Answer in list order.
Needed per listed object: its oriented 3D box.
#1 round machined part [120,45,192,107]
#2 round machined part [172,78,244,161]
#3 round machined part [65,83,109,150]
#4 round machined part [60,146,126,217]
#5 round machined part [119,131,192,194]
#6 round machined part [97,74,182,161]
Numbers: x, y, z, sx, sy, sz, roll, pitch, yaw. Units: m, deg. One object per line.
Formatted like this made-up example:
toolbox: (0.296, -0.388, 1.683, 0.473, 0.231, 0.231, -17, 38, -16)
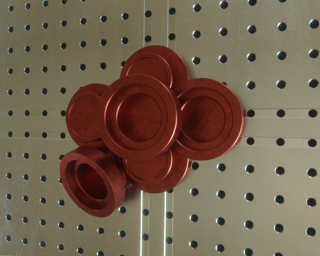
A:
round machined part: (-0.010, -0.060, 0.408, 0.098, 0.042, 0.097, 0, 90, 20)
round machined part: (0.054, -0.010, 0.384, 0.098, 0.042, 0.097, 0, 90, 20)
round machined part: (-0.092, -0.014, 0.437, 0.098, 0.042, 0.097, 0, 90, 20)
round machined part: (-0.085, 0.068, 0.420, 0.098, 0.042, 0.097, 15, 120, 28)
round machined part: (-0.010, 0.038, 0.407, 0.098, 0.042, 0.097, 0, 90, 20)
round machined part: (-0.021, -0.012, 0.366, 0.098, 0.042, 0.097, 0, 90, 20)
